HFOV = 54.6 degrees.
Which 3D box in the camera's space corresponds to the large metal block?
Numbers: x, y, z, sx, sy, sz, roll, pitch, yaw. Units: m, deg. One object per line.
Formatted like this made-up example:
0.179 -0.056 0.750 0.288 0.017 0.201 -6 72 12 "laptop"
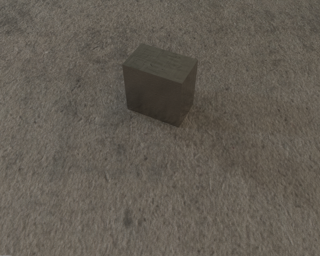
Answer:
0.001 -0.056 0.415 0.080 0.080 0.050 20 53 16 "large metal block"
